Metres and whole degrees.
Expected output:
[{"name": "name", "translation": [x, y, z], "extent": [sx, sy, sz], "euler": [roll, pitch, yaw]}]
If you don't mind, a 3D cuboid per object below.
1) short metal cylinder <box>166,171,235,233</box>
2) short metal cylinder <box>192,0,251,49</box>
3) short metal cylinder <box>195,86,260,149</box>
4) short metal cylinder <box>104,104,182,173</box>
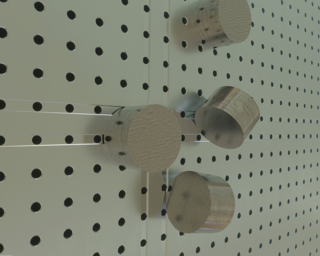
[{"name": "short metal cylinder", "translation": [0.054, 0.101, 0.421], "extent": [0.050, 0.080, 0.080], "euler": [16, 80, -39]}, {"name": "short metal cylinder", "translation": [0.096, -0.166, 0.475], "extent": [0.081, 0.050, 0.079], "euler": [0, 91, -40]}, {"name": "short metal cylinder", "translation": [0.099, -0.015, 0.459], "extent": [0.050, 0.080, 0.080], "euler": [-47, 118, -30]}, {"name": "short metal cylinder", "translation": [-0.020, 0.012, 0.378], "extent": [0.081, 0.050, 0.079], "euler": [0, 90, -40]}]
